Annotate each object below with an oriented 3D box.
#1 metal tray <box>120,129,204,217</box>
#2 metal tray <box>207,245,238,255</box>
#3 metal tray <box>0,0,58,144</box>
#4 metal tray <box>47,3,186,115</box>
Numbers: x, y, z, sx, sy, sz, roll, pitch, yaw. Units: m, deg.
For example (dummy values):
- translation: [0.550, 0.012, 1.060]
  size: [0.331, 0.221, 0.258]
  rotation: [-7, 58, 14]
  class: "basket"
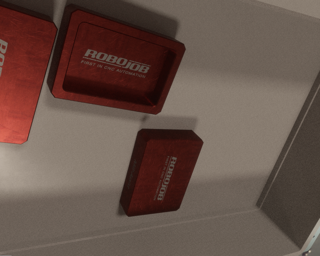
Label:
- translation: [0.001, 0.065, 0.448]
  size: [0.091, 0.030, 0.129]
  rotation: [2, 118, -30]
  class: "metal tray"
- translation: [0.104, 0.314, 0.662]
  size: [0.131, 0.030, 0.089]
  rotation: [-20, 126, -17]
  class: "metal tray"
- translation: [-0.159, -0.051, 0.287]
  size: [0.091, 0.030, 0.129]
  rotation: [10, 113, -33]
  class: "metal tray"
- translation: [-0.045, -0.069, 0.338]
  size: [0.131, 0.030, 0.089]
  rotation: [8, 114, -32]
  class: "metal tray"
